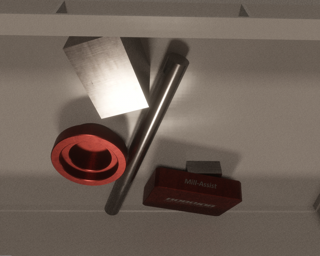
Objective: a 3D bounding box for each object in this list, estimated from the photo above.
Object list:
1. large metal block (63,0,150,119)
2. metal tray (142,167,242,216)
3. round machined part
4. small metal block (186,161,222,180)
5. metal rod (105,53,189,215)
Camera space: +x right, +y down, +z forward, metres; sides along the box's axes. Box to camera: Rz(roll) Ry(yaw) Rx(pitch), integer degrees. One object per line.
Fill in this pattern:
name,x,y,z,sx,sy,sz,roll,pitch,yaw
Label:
large metal block,-0.047,-0.070,0.313,0.050,0.080,0.080,-13,129,11
metal tray,0.046,0.101,0.475,0.131,0.030,0.090,11,148,-10
round machined part,-0.093,0.032,0.424,0.099,0.042,0.097,-1,130,0
small metal block,0.065,0.077,0.476,0.050,0.025,0.050,1,130,-1
metal rod,-0.030,0.030,0.434,0.025,0.025,0.298,15,128,-13
